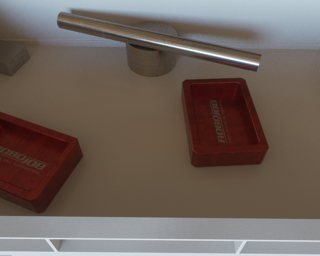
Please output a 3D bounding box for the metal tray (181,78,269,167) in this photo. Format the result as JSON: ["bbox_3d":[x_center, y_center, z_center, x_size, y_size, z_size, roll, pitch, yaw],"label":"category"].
[{"bbox_3d":[0.080,-0.012,0.412,0.091,0.030,0.130,-2,50,-3],"label":"metal tray"}]

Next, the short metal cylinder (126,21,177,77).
[{"bbox_3d":[-0.014,-0.127,0.495,0.081,0.050,0.080,0,50,0],"label":"short metal cylinder"}]

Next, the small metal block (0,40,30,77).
[{"bbox_3d":[-0.248,-0.113,0.497,0.050,0.025,0.050,15,52,12],"label":"small metal block"}]

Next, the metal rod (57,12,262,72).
[{"bbox_3d":[-0.009,-0.127,0.446,0.301,0.025,0.025,16,52,12],"label":"metal rod"}]

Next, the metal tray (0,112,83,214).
[{"bbox_3d":[-0.172,0.035,0.369,0.130,0.030,0.090,18,52,14],"label":"metal tray"}]
